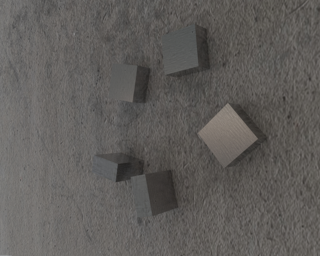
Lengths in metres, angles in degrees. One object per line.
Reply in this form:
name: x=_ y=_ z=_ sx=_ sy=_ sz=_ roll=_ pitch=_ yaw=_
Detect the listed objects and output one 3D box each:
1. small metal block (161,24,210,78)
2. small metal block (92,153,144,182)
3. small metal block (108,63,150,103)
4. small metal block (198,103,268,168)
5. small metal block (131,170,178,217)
small metal block: x=0.031 y=-0.093 z=0.379 sx=0.050 sy=0.025 sz=0.050 roll=-7 pitch=85 yaw=39
small metal block: x=-0.059 y=0.054 z=0.438 sx=0.050 sy=0.050 sz=0.025 roll=13 pitch=99 yaw=39
small metal block: x=-0.044 y=-0.064 z=0.442 sx=0.050 sy=0.025 sz=0.050 roll=14 pitch=99 yaw=39
small metal block: x=0.079 y=0.008 z=0.340 sx=0.050 sy=0.025 sz=0.050 roll=-49 pitch=61 yaw=29
small metal block: x=-0.007 y=0.082 z=0.394 sx=0.025 sy=0.050 sz=0.050 roll=-17 pitch=79 yaw=39
